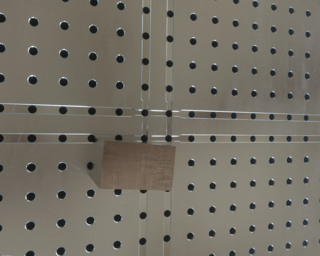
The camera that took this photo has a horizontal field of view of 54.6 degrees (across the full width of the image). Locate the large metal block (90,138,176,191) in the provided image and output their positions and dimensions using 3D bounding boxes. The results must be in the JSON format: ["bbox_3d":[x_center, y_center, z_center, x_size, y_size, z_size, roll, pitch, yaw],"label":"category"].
[{"bbox_3d":[-0.036,0.041,0.370,0.081,0.080,0.050,6,88,-20],"label":"large metal block"}]
